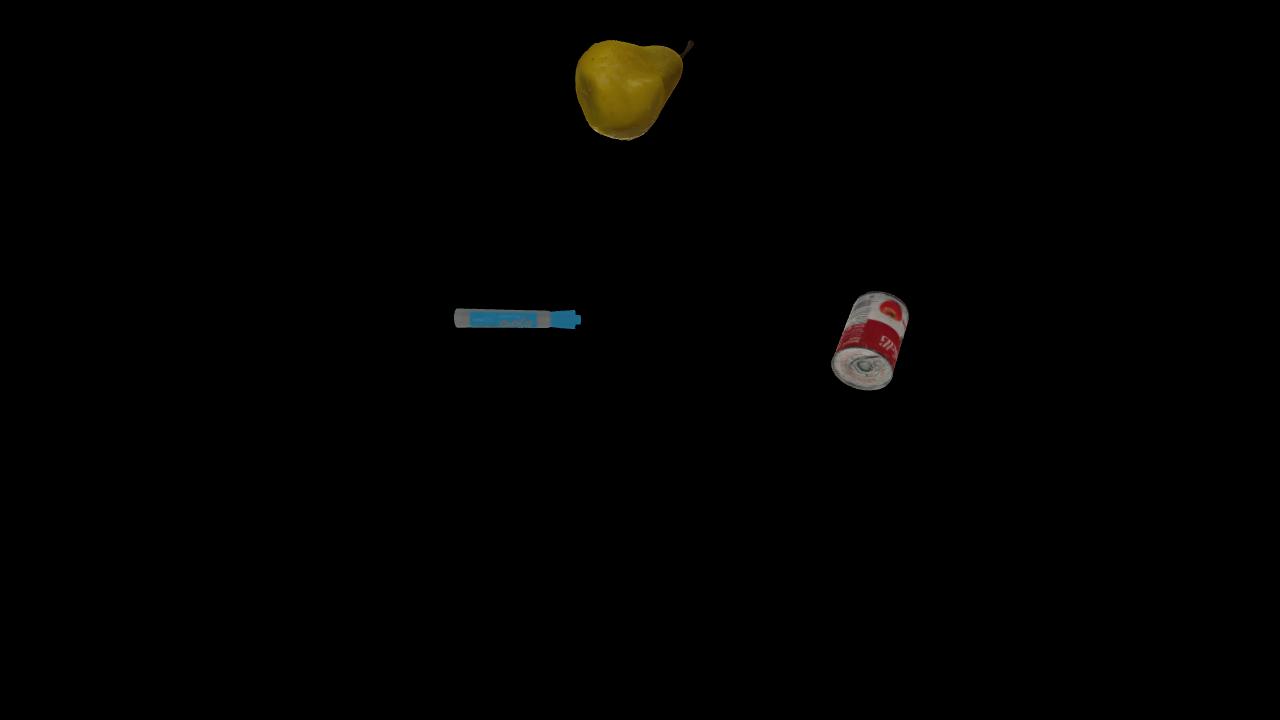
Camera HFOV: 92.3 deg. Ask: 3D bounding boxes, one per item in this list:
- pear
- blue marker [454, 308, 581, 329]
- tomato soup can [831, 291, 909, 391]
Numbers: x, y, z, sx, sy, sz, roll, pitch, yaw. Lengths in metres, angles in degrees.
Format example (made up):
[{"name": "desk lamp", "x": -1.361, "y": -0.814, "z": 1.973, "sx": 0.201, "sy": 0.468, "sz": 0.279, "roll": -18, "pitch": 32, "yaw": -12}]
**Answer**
[{"name": "pear", "x": 0.002, "y": -0.236, "z": 0.526, "sx": 0.111, "sy": 0.080, "sz": 0.080, "roll": -23, "pitch": 6, "yaw": -14}, {"name": "blue marker", "x": -0.118, "y": -0.040, "z": 0.599, "sx": 0.121, "sy": 0.020, "sz": 0.020, "roll": 1, "pitch": 0, "yaw": -1}, {"name": "tomato soup can", "x": 0.269, "y": -0.024, "z": 0.716, "sx": 0.068, "sy": 0.068, "sz": 0.101, "roll": 0, "pitch": 44, "yaw": 37}]
